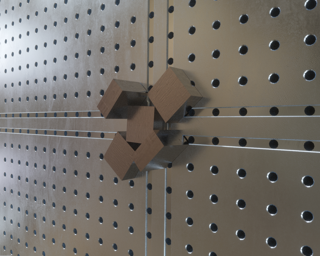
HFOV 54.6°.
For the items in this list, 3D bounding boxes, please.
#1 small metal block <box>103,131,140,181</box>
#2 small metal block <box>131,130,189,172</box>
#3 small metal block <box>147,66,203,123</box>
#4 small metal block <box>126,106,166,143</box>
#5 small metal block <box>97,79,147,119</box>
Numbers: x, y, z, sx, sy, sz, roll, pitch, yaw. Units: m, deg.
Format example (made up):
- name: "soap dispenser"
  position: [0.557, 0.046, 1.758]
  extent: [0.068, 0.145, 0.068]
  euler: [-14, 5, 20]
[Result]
- name: "small metal block"
  position: [-0.050, 0.040, 0.451]
  extent: [0.050, 0.025, 0.050]
  euler: [45, 117, 30]
- name: "small metal block"
  position: [0.000, 0.028, 0.394]
  extent: [0.050, 0.050, 0.025]
  euler: [-50, 60, 28]
- name: "small metal block"
  position: [0.018, -0.041, 0.396]
  extent: [0.050, 0.025, 0.050]
  euler: [-48, 62, 30]
- name: "small metal block"
  position: [-0.019, -0.004, 0.425]
  extent: [0.050, 0.025, 0.050]
  euler: [5, 92, 41]
- name: "small metal block"
  position: [-0.052, -0.040, 0.437]
  extent: [0.025, 0.050, 0.050]
  euler: [51, 121, 27]
